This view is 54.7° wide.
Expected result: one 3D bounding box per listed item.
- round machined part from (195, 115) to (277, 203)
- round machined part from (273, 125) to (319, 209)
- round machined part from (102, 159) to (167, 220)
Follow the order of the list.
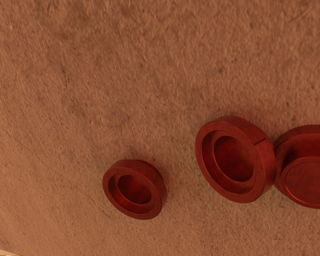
[{"bbox_3d":[0.089,0.032,0.352,0.098,0.042,0.097,31,133,42],"label":"round machined part"},{"bbox_3d":[0.169,0.049,0.337,0.098,0.042,0.097,13,124,20],"label":"round machined part"},{"bbox_3d":[-0.034,0.087,0.466,0.098,0.042,0.097,13,124,20],"label":"round machined part"}]
